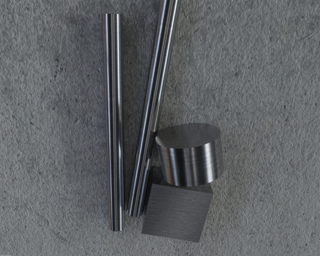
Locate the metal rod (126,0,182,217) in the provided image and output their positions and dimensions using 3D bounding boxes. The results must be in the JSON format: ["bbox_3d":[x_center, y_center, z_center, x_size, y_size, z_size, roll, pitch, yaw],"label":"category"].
[{"bbox_3d":[-0.012,-0.015,0.403,0.025,0.025,0.298,9,110,-4],"label":"metal rod"}]

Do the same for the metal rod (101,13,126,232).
[{"bbox_3d":[-0.060,0.007,0.411,0.025,0.025,0.298,1,110,-1],"label":"metal rod"}]

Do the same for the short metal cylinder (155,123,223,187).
[{"bbox_3d":[0.038,0.031,0.392,0.080,0.080,0.050,-8,110,3],"label":"short metal cylinder"}]

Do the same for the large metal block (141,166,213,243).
[{"bbox_3d":[0.022,0.106,0.436,0.081,0.050,0.079,11,110,-4],"label":"large metal block"}]
